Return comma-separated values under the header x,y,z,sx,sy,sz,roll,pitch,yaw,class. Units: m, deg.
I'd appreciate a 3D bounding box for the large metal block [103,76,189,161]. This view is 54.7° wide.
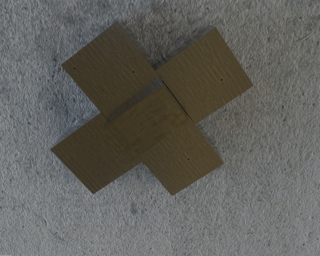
x,y,z,sx,sy,sz,roll,pitch,yaw,class
-0.016,-0.017,0.375,0.080,0.080,0.050,-34,107,11,large metal block

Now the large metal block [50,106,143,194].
x,y,z,sx,sy,sz,roll,pitch,yaw,class
-0.078,0.025,0.405,0.080,0.050,0.080,-35,107,11,large metal block

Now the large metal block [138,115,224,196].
x,y,z,sx,sy,sz,roll,pitch,yaw,class
0.024,0.028,0.408,0.080,0.050,0.080,-35,107,11,large metal block

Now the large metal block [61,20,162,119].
x,y,z,sx,sy,sz,roll,pitch,yaw,class
-0.054,-0.070,0.370,0.080,0.050,0.080,-35,107,11,large metal block

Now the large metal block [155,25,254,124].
x,y,z,sx,sy,sz,roll,pitch,yaw,class
0.051,-0.065,0.374,0.080,0.050,0.080,-35,107,11,large metal block
